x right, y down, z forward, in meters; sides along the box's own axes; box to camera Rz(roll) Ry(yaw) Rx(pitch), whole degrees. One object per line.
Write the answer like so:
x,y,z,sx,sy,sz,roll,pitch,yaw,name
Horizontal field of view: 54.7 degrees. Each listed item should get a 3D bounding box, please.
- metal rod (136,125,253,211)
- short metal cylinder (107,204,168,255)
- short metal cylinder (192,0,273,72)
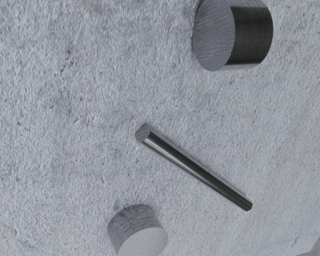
0.071,0.077,0.495,0.025,0.025,0.301,-49,129,6,metal rod
-0.035,0.165,0.475,0.081,0.050,0.079,-14,125,-21,short metal cylinder
0.079,-0.106,0.351,0.050,0.080,0.079,-8,122,-24,short metal cylinder
